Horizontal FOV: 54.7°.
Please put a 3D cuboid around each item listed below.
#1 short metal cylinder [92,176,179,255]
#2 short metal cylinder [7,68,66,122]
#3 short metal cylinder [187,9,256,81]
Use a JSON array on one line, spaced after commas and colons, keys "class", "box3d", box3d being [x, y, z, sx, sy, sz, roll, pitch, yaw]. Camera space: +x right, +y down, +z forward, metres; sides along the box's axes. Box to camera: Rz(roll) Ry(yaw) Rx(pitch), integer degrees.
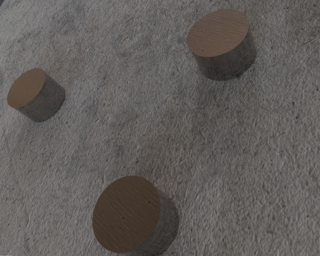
[{"class": "short metal cylinder", "box3d": [-0.026, 0.099, 0.341, 0.080, 0.050, 0.080, -13, 56, 21]}, {"class": "short metal cylinder", "box3d": [-0.212, -0.056, 0.534, 0.080, 0.050, 0.080, -13, 56, 21]}, {"class": "short metal cylinder", "box3d": [0.082, -0.110, 0.412, 0.080, 0.050, 0.080, -13, 56, 21]}]
